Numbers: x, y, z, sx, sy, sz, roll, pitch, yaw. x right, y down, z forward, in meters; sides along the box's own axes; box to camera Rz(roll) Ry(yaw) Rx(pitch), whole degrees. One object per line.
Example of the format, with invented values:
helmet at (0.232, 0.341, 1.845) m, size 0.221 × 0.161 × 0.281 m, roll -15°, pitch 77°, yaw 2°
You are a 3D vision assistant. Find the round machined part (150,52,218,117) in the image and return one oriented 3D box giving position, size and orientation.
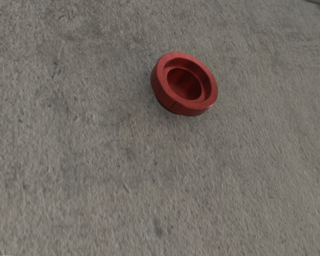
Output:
round machined part at (0.031, -0.058, 0.447) m, size 0.099 × 0.042 × 0.098 m, roll 14°, pitch 56°, yaw -21°
